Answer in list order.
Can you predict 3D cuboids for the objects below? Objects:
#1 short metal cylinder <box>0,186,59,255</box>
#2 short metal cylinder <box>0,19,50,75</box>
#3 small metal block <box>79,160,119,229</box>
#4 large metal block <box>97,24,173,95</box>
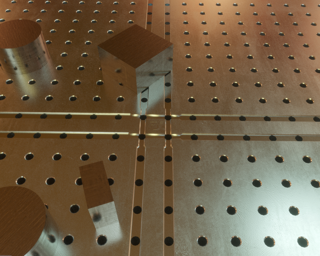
[{"bbox_3d":[-0.146,0.104,0.302,0.081,0.050,0.080,0,50,0],"label":"short metal cylinder"},{"bbox_3d":[-0.225,-0.131,0.499,0.081,0.050,0.080,0,50,0],"label":"short metal cylinder"},{"bbox_3d":[-0.065,0.072,0.330,0.025,0.050,0.050,-15,52,-12],"label":"small metal block"},{"bbox_3d":[-0.037,-0.109,0.483,0.080,0.050,0.080,35,58,25],"label":"large metal block"}]
